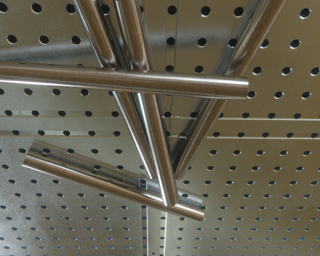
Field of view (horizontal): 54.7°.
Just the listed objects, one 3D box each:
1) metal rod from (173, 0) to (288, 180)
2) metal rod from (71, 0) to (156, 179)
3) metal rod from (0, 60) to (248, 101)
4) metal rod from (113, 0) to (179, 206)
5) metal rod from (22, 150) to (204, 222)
[{"bbox_3d":[0.073,-0.039,0.379,0.025,0.025,0.298,14,129,-12],"label":"metal rod"},{"bbox_3d":[-0.044,-0.042,0.375,0.025,0.025,0.299,-12,130,9],"label":"metal rod"},{"bbox_3d":[-0.062,-0.053,0.332,0.302,0.025,0.025,5,131,8],"label":"metal rod"},{"bbox_3d":[-0.009,-0.009,0.388,0.025,0.025,0.298,-8,125,6],"label":"metal rod"},{"bbox_3d":[-0.062,0.098,0.493,0.302,0.025,0.025,23,126,-19],"label":"metal rod"}]
